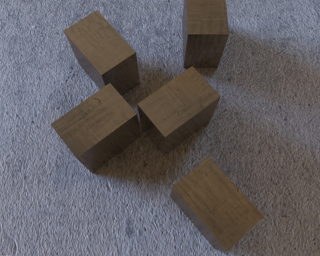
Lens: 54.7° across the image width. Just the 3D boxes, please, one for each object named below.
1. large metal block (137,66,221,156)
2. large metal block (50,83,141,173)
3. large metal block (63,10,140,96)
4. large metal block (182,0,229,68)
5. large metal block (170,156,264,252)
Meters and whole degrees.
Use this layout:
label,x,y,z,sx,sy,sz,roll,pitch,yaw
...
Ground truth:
label,x,y,z,sx,sy,sz,roll,pitch,yaw
large metal block,0.022,-0.018,0.385,0.080,0.080,0.050,-36,74,-12
large metal block,-0.072,0.003,0.377,0.080,0.080,0.050,-38,75,-13
large metal block,-0.073,-0.092,0.412,0.050,0.080,0.080,-37,74,-12
large metal block,0.059,-0.139,0.430,0.050,0.080,0.080,0,70,0
large metal block,0.058,0.087,0.347,0.050,0.080,0.080,-39,75,-13
